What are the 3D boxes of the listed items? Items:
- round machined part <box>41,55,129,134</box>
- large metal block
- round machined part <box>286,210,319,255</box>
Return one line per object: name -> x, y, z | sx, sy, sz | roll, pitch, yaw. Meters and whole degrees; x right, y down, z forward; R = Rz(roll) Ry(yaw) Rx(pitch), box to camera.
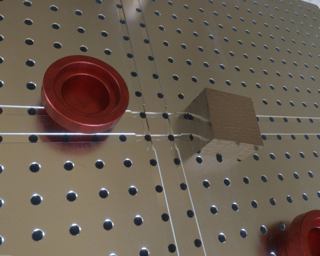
round machined part -> -0.090, -0.036, 0.370 | 0.099, 0.042, 0.098 | 14, 56, -21
large metal block -> 0.092, -0.004, 0.444 | 0.081, 0.050, 0.080 | 9, 58, -23
round machined part -> 0.208, 0.162, 0.410 | 0.099, 0.042, 0.098 | 14, 56, -21
